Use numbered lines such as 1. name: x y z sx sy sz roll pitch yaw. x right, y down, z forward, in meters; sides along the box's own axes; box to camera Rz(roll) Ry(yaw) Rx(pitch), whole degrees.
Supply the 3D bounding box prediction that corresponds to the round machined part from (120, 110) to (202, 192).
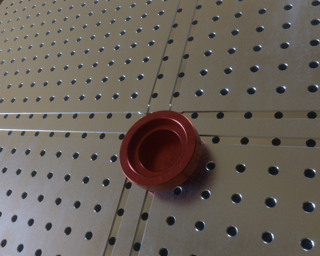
1. round machined part: 0.004 0.031 0.375 0.098 0.042 0.098 -13 56 20
